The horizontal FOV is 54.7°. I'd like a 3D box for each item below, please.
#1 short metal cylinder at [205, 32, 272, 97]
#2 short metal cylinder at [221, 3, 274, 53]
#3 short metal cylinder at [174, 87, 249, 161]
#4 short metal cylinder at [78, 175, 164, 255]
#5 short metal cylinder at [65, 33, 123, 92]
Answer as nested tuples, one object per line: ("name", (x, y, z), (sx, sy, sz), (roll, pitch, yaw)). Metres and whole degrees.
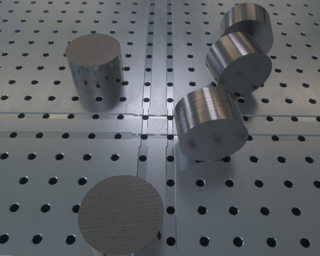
("short metal cylinder", (0.112, -0.090, 0.448), (0.081, 0.080, 0.050), (-12, 51, -10))
("short metal cylinder", (0.139, -0.152, 0.501), (0.080, 0.080, 0.050), (6, 50, 5))
("short metal cylinder", (0.060, -0.003, 0.375), (0.081, 0.080, 0.050), (-5, 50, -4))
("short metal cylinder", (-0.037, 0.095, 0.311), (0.081, 0.050, 0.080), (0, 50, 0))
("short metal cylinder", (-0.098, -0.101, 0.475), (0.081, 0.050, 0.080), (0, 50, 0))
